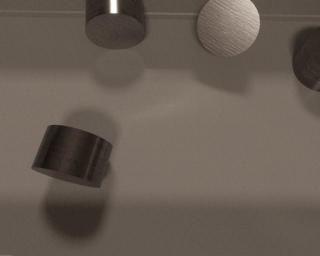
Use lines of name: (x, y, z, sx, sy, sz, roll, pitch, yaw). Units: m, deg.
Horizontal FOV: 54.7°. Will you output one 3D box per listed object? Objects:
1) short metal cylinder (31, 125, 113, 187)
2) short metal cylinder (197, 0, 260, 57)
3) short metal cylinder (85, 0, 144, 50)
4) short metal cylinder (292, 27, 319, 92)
short metal cylinder: (-0.102, 0.035, 0.366, 0.080, 0.080, 0.050, 13, 71, 4)
short metal cylinder: (0.094, -0.142, 0.428, 0.080, 0.050, 0.079, 5, 111, 12)
short metal cylinder: (-0.064, -0.155, 0.436, 0.081, 0.080, 0.050, -3, 70, -2)
short metal cylinder: (0.237, -0.097, 0.435, 0.081, 0.050, 0.080, 0, 70, 0)
